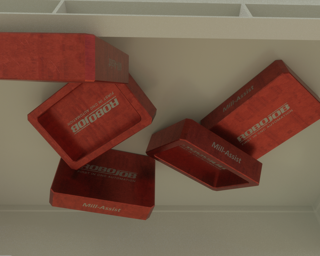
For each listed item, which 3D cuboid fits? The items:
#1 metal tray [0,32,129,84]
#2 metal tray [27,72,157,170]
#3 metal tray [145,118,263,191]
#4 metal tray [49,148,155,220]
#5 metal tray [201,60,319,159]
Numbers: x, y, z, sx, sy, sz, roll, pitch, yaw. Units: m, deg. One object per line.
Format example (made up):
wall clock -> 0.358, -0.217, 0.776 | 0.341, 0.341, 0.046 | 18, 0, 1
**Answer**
metal tray -> -0.082, -0.054, 0.261 | 0.091, 0.130, 0.030 | 2, 97, 4
metal tray -> -0.082, -0.016, 0.371 | 0.130, 0.030, 0.090 | -32, 105, 22
metal tray -> 0.058, 0.041, 0.413 | 0.131, 0.030, 0.090 | 30, 151, -21
metal tray -> -0.073, 0.071, 0.425 | 0.131, 0.090, 0.030 | 12, 130, -11
metal tray -> 0.129, -0.013, 0.397 | 0.090, 0.030, 0.130 | 34, 122, -26
